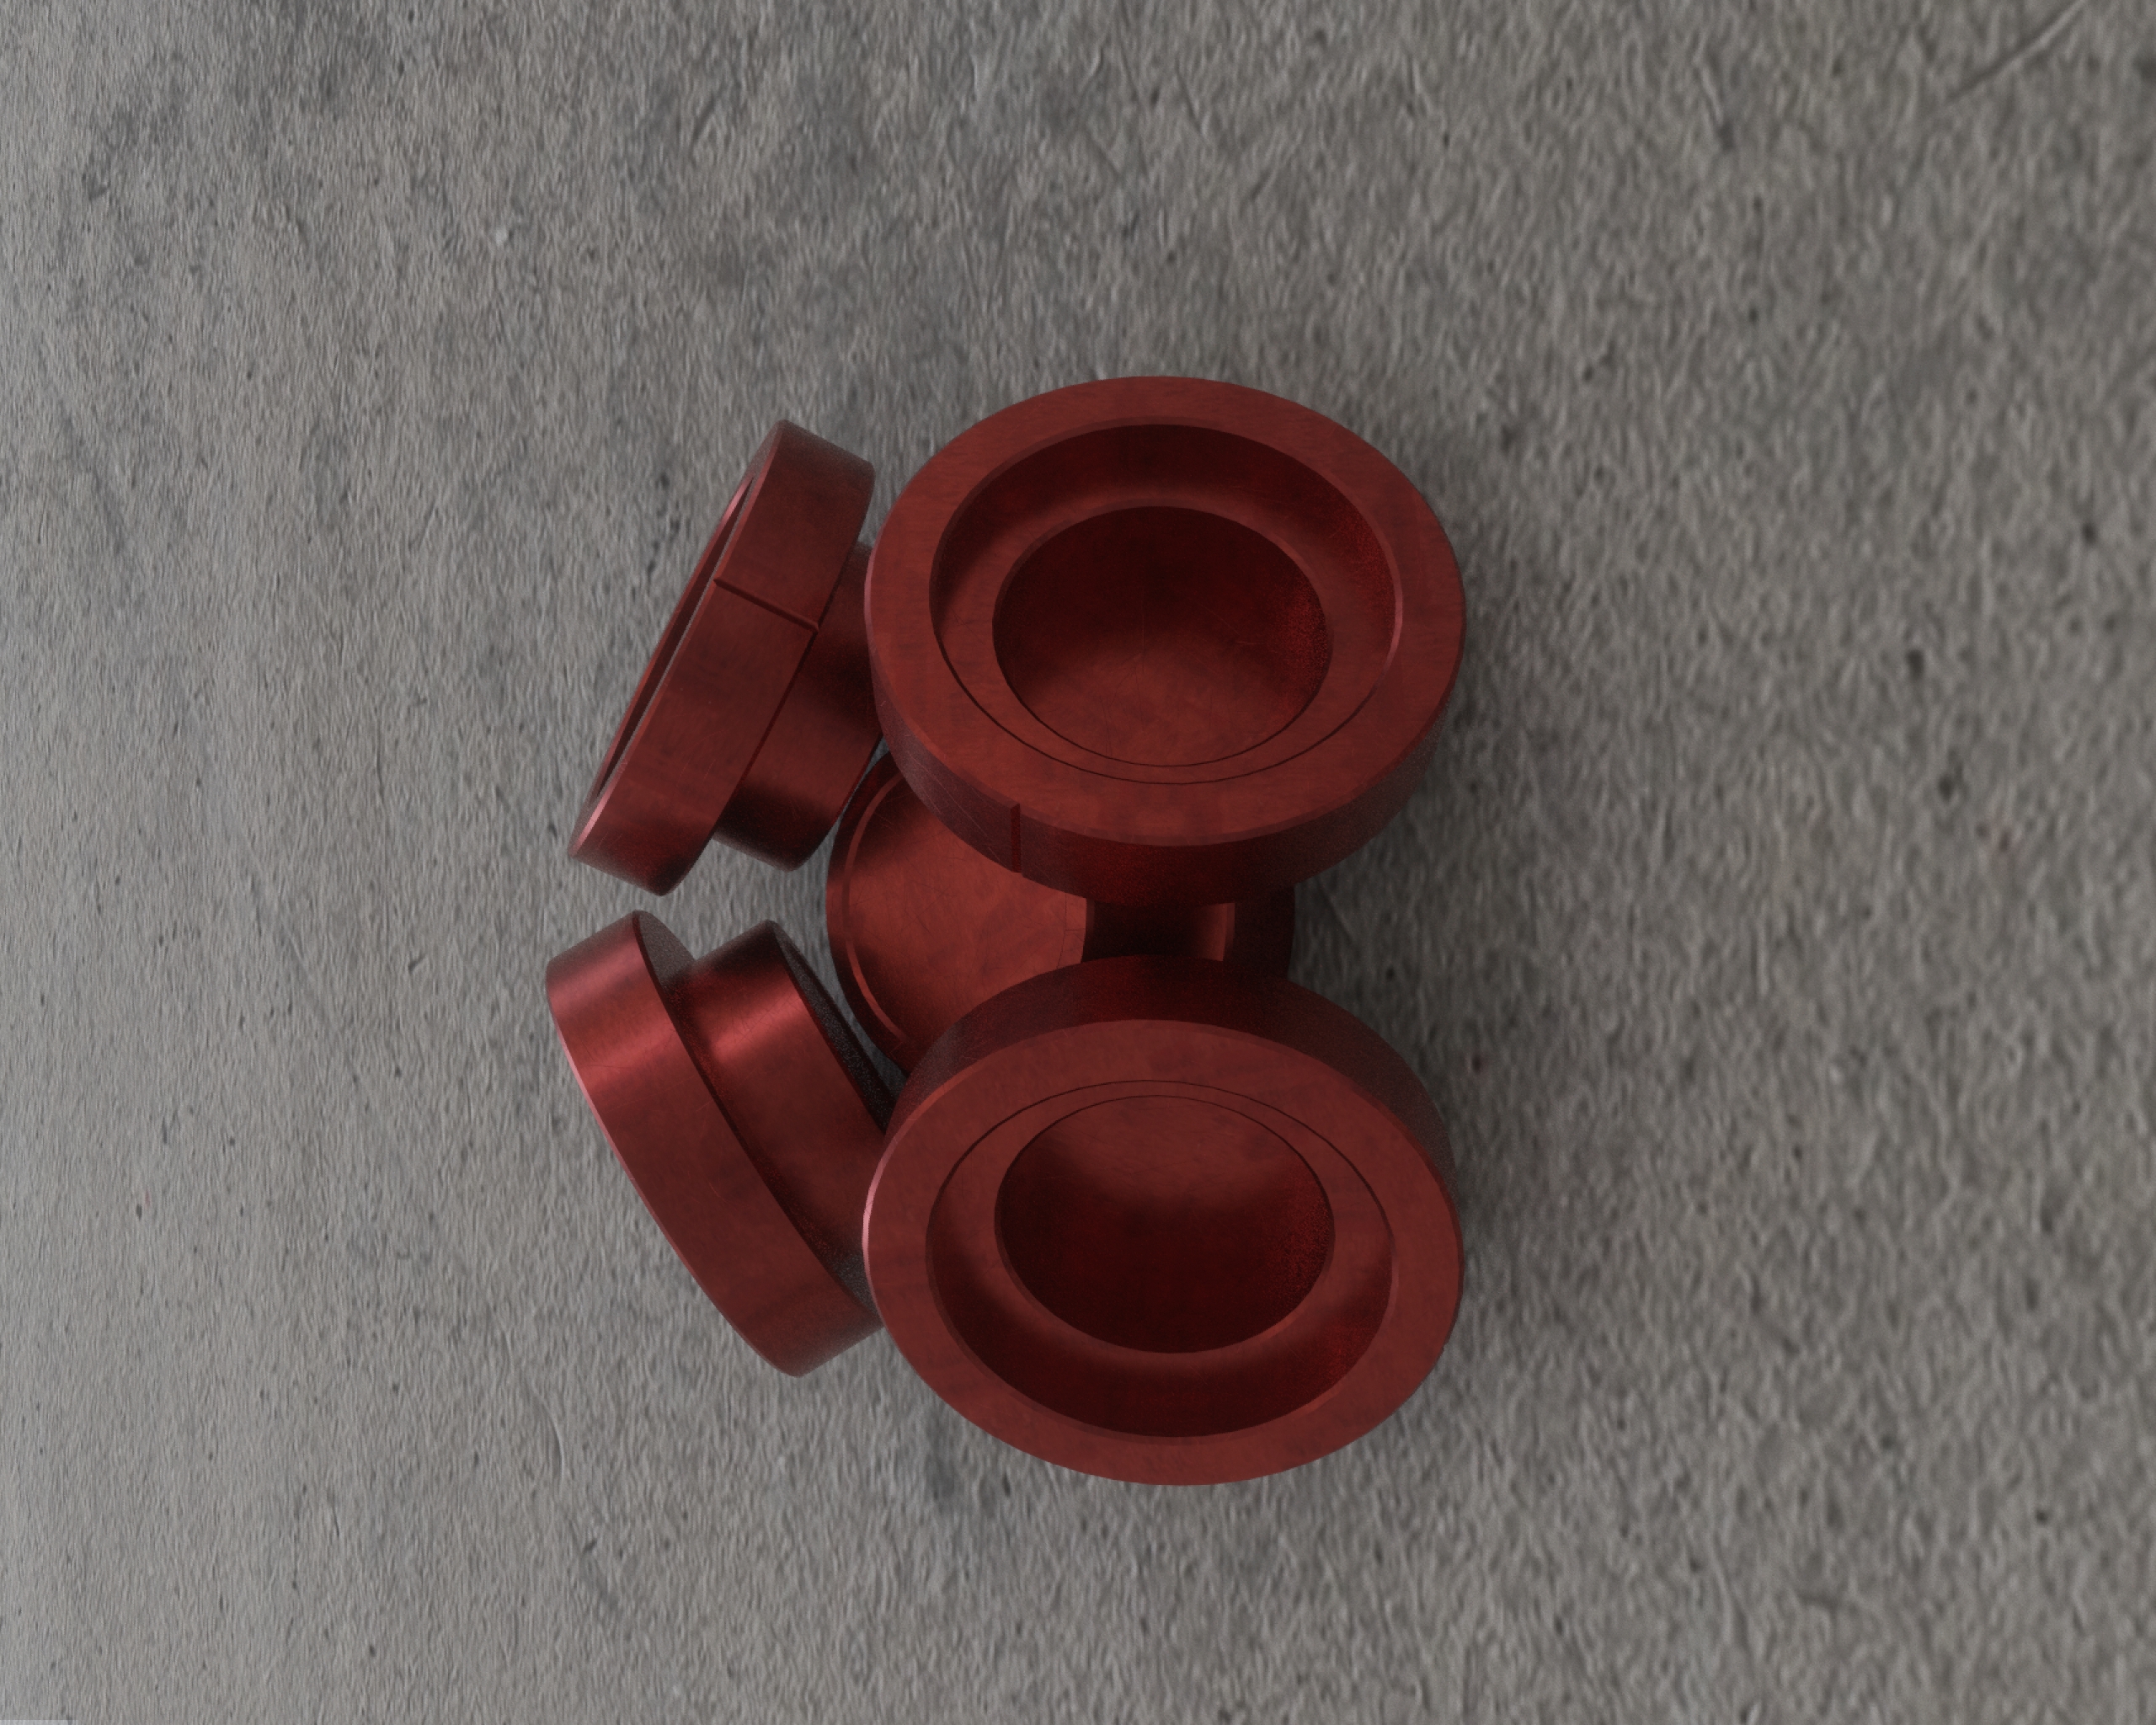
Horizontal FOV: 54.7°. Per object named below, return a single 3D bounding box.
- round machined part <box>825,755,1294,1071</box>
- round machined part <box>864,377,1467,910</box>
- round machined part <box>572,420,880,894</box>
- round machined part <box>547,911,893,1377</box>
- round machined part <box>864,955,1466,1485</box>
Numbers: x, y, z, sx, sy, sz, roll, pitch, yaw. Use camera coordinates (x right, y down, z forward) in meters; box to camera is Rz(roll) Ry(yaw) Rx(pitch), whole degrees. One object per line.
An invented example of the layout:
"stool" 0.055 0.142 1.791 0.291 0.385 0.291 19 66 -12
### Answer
"round machined part" -0.010 0.008 0.403 0.098 0.042 0.097 0 90 40
"round machined part" 0.014 -0.034 0.359 0.098 0.099 0.042 54 161 26
"round machined part" -0.063 -0.037 0.425 0.097 0.042 0.098 -56 17 28
"round machined part" -0.062 0.051 0.422 0.042 0.098 0.098 -31 66 -4
"round machined part" 0.016 0.057 0.359 0.099 0.042 0.097 2 119 5
